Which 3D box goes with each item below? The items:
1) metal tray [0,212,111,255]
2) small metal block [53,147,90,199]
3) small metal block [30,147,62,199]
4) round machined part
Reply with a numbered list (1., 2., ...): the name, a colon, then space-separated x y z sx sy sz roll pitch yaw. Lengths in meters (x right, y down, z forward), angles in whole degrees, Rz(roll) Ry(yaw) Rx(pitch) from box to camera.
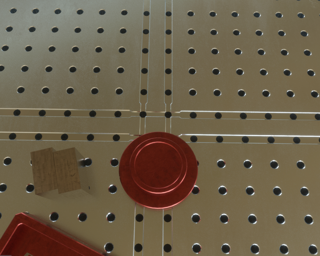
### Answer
1. metal tray: -0.124 0.164 0.347 0.130 0.030 0.090 24 72 8
2. small metal block: -0.106 0.056 0.377 0.025 0.050 0.050 -13 71 -5
3. small metal block: -0.133 0.056 0.376 0.025 0.050 0.050 -13 71 -5
4. round machined part: -0.002 0.050 0.384 0.099 0.042 0.098 0 70 -1
